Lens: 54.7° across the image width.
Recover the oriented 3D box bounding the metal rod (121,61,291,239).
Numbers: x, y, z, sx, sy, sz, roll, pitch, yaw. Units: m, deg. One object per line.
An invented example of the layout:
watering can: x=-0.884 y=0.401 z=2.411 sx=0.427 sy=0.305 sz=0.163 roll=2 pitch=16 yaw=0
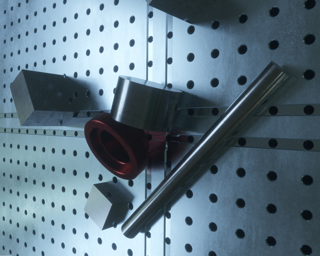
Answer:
metal rod: x=0.038 y=0.044 z=0.378 sx=0.298 sy=0.025 sz=0.025 roll=-51 pitch=60 yaw=27

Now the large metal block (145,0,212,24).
large metal block: x=0.011 y=-0.179 z=0.364 sx=0.050 sy=0.081 sz=0.080 roll=-43 pitch=64 yaw=31

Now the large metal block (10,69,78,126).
large metal block: x=-0.203 y=-0.050 z=0.541 sx=0.050 sy=0.081 sz=0.080 roll=-37 pitch=67 yaw=34

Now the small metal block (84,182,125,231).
small metal block: x=-0.088 y=0.121 z=0.482 sx=0.050 sy=0.025 sz=0.050 roll=35 pitch=112 yaw=34

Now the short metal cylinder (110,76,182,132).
short metal cylinder: x=-0.018 y=-0.031 z=0.388 sx=0.080 sy=0.081 sz=0.050 roll=24 pitch=105 yaw=37

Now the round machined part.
round machined part: x=-0.053 y=0.020 z=0.424 sx=0.098 sy=0.042 sz=0.097 roll=27 pitch=139 yaw=27
